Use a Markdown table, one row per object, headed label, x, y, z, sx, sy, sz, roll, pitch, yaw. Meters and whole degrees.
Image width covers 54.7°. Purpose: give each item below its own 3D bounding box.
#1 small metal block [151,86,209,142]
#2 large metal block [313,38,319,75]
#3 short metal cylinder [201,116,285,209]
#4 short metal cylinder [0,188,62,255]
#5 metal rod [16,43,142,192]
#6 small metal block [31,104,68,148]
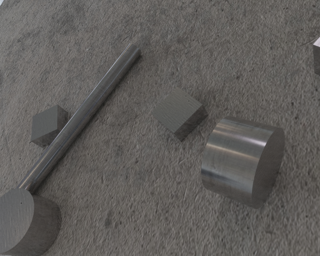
| label | x | y | z | sx | sy | sz | roll | pitch | yaw |
| --- | --- | --- | --- | --- | --- | --- | --- | --- | --- |
| small metal block | 0.025 | -0.018 | 0.402 | 0.050 | 0.025 | 0.050 | -45 | 51 | -3 |
| large metal block | 0.223 | -0.086 | 0.324 | 0.080 | 0.050 | 0.080 | -47 | 51 | -5 |
| short metal cylinder | 0.083 | 0.032 | 0.305 | 0.050 | 0.080 | 0.080 | 17 | 71 | 34 |
| short metal cylinder | -0.178 | 0.125 | 0.404 | 0.080 | 0.050 | 0.080 | -13 | 56 | 21 |
| metal rod | -0.125 | -0.009 | 0.474 | 0.025 | 0.025 | 0.300 | 27 | 76 | 37 |
| small metal block | -0.177 | -0.003 | 0.499 | 0.050 | 0.025 | 0.050 | -23 | 53 | 14 |
